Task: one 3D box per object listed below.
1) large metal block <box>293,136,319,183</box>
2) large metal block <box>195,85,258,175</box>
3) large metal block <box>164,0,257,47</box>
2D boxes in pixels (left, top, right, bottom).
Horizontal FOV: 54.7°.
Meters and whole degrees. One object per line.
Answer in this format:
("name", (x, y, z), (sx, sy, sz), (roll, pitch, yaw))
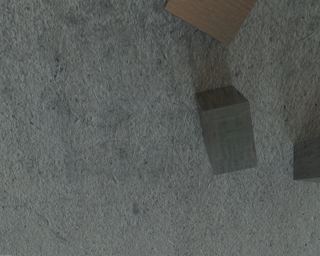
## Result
("large metal block", (0.227, 0.043, 0.391), (0.081, 0.080, 0.050), (7, 77, -3))
("large metal block", (0.079, -0.001, 0.381), (0.050, 0.080, 0.080), (-12, 110, 4))
("large metal block", (0.059, -0.148, 0.342), (0.080, 0.050, 0.080), (27, 108, -10))
